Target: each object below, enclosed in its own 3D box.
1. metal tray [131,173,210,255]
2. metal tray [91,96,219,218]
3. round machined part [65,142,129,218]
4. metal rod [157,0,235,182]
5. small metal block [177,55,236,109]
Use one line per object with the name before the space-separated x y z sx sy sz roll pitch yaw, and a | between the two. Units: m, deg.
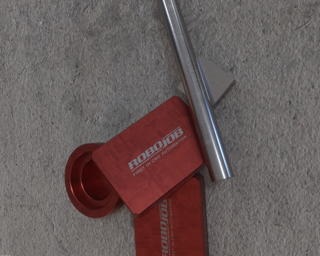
metal tray | 0.014 0.126 0.401 0.090 0.030 0.129 -4 89 19
metal tray | -0.003 0.032 0.370 0.131 0.030 0.090 -36 72 -15
round machined part | -0.079 0.068 0.420 0.098 0.042 0.097 1 91 31
metal rod | 0.031 -0.084 0.372 0.025 0.025 0.299 -20 74 18
small metal block | 0.059 -0.054 0.388 0.050 0.025 0.050 41 103 15
